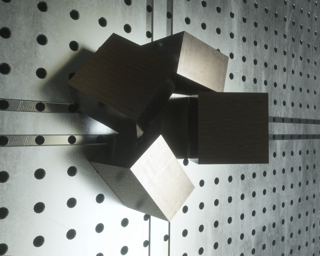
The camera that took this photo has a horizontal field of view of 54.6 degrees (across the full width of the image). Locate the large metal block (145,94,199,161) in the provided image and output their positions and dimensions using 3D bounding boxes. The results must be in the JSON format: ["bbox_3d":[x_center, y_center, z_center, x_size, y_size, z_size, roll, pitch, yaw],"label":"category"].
[{"bbox_3d":[0.016,-0.001,0.405,0.081,0.050,0.080,1,90,-40],"label":"large metal block"}]

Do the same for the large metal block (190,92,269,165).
[{"bbox_3d":[0.079,0.000,0.368,0.080,0.050,0.080,0,89,-6],"label":"large metal block"}]

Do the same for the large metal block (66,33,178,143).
[{"bbox_3d":[-0.037,-0.044,0.333,0.080,0.080,0.050,-56,167,-25],"label":"large metal block"}]

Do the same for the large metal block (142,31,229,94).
[{"bbox_3d":[0.027,-0.075,0.395,0.080,0.080,0.050,17,79,-39],"label":"large metal block"}]

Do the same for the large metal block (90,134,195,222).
[{"bbox_3d":[-0.020,0.053,0.354,0.050,0.080,0.080,-48,119,-30],"label":"large metal block"}]

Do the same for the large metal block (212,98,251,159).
[{"bbox_3d":[0.089,0.000,0.436,0.050,0.080,0.080,0,90,-2],"label":"large metal block"}]
